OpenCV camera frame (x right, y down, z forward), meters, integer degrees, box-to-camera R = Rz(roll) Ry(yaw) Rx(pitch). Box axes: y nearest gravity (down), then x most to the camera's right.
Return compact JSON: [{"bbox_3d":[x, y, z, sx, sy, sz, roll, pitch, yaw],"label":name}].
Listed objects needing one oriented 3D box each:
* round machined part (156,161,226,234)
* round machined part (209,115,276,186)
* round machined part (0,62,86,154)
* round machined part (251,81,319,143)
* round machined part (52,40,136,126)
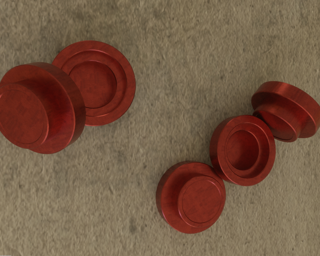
[{"bbox_3d":[0.047,0.095,0.419,0.099,0.042,0.097,0,90,-20],"label":"round machined part"},{"bbox_3d":[0.112,0.031,0.441,0.099,0.042,0.097,1,87,-23],"label":"round machined part"},{"bbox_3d":[-0.131,-0.017,0.322,0.098,0.042,0.097,7,111,19],"label":"round machined part"},{"bbox_3d":[0.171,-0.017,0.435,0.098,0.098,0.042,43,76,-15],"label":"round machined part"},{"bbox_3d":[-0.082,-0.051,0.370,0.099,0.042,0.097,0,90,-21],"label":"round machined part"}]
